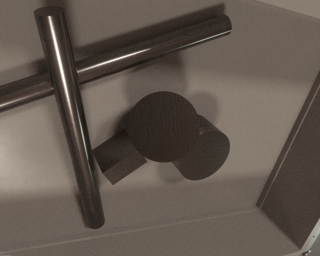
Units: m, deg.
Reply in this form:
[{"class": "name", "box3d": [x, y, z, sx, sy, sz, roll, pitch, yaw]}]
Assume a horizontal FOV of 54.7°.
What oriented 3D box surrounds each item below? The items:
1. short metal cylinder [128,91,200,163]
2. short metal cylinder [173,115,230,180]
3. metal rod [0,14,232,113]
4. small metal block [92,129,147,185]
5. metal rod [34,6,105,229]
[{"class": "short metal cylinder", "box3d": [0.006, -0.002, 0.370, 0.080, 0.050, 0.079, 0, 92, 3]}, {"class": "short metal cylinder", "box3d": [0.051, 0.027, 0.439, 0.081, 0.050, 0.079, -14, 125, -21]}, {"class": "metal rod", "box3d": [-0.055, -0.070, 0.336, 0.302, 0.025, 0.025, -22, 127, -15]}, {"class": "small metal block", "box3d": [-0.051, 0.035, 0.387, 0.050, 0.050, 0.025, -34, 129, -6]}, {"class": "metal rod", "box3d": [-0.091, 0.019, 0.349, 0.025, 0.025, 0.298, -17, 132, -19]}]
